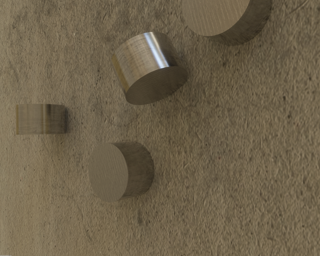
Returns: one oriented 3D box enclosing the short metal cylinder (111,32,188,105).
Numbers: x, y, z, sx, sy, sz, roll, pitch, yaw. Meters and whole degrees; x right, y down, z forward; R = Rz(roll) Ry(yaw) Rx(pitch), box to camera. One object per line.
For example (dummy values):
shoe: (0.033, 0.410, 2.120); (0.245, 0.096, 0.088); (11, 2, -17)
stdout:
short metal cylinder: (-0.013, -0.071, 0.380); (0.080, 0.081, 0.050); (-37, 67, 34)

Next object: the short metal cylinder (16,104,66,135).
short metal cylinder: (-0.207, -0.014, 0.540); (0.080, 0.081, 0.050); (-1, 89, 40)

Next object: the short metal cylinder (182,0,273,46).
short metal cylinder: (0.071, -0.133, 0.330); (0.080, 0.050, 0.080); (0, 90, 40)

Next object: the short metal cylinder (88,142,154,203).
short metal cylinder: (-0.055, 0.060, 0.434); (0.080, 0.050, 0.080); (0, 90, 40)
